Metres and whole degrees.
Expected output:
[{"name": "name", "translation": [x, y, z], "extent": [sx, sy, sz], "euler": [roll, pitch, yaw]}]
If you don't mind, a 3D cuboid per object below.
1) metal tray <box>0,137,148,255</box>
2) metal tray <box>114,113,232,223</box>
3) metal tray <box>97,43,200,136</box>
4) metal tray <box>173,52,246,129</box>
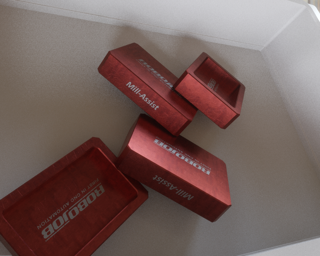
[{"name": "metal tray", "translation": [-0.086, 0.078, 0.309], "extent": [0.090, 0.030, 0.131], "euler": [47, 51, 4]}, {"name": "metal tray", "translation": [0.019, 0.043, 0.364], "extent": [0.130, 0.030, 0.090], "euler": [31, 26, -9]}, {"name": "metal tray", "translation": [-0.008, -0.056, 0.413], "extent": [0.130, 0.030, 0.090], "euler": [40, 28, -1]}, {"name": "metal tray", "translation": [0.078, -0.060, 0.453], "extent": [0.090, 0.030, 0.131], "euler": [40, 30, -2]}]
